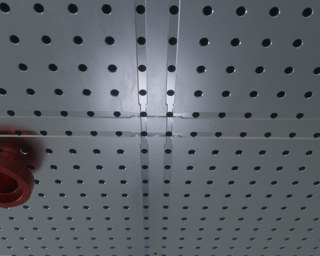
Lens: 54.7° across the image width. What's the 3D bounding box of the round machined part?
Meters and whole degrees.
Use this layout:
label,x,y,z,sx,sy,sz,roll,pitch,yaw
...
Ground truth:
label,x,y,z,sx,sy,sz,roll,pitch,yaw
round machined part,-0.236,0.072,0.459,0.099,0.042,0.097,0,130,0
